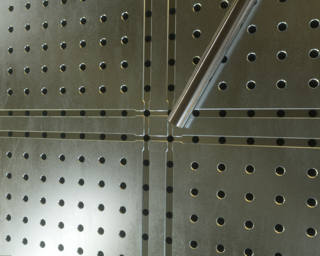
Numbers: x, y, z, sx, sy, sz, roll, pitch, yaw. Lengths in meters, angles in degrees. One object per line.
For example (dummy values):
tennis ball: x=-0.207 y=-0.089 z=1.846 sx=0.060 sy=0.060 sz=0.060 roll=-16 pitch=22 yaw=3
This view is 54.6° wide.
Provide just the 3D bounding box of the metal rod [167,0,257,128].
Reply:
metal rod: x=0.092 y=-0.134 z=0.380 sx=0.025 sy=0.025 sz=0.299 roll=32 pitch=100 yaw=17
